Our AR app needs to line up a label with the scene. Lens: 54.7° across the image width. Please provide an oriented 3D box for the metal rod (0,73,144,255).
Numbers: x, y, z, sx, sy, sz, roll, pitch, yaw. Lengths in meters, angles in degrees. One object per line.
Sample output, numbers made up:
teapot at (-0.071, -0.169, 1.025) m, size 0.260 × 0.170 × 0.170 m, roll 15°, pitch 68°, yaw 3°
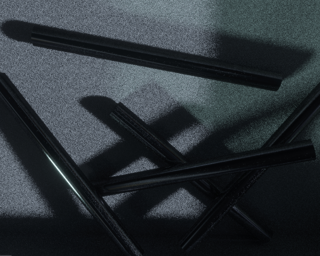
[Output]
metal rod at (-0.119, 0.058, 0.408) m, size 0.025 × 0.025 × 0.299 m, roll -34°, pitch 98°, yaw 11°

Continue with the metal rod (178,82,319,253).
metal rod at (0.129, 0.051, 0.412) m, size 0.025 × 0.025 × 0.299 m, roll 38°, pitch 99°, yaw -13°

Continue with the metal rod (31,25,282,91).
metal rod at (0.000, -0.084, 0.380) m, size 0.302 × 0.025 × 0.025 m, roll 10°, pitch 110°, yaw -4°

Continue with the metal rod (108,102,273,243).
metal rod at (0.051, 0.070, 0.437) m, size 0.300 × 0.025 × 0.025 m, roll 40°, pitch 105°, yaw -14°

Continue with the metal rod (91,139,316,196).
metal rod at (0.037, 0.057, 0.402) m, size 0.301 × 0.025 × 0.025 m, roll -13°, pitch 110°, yaw 16°
